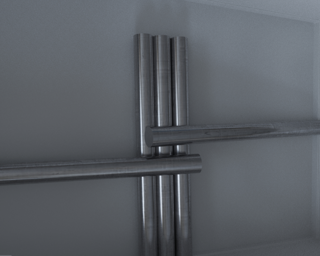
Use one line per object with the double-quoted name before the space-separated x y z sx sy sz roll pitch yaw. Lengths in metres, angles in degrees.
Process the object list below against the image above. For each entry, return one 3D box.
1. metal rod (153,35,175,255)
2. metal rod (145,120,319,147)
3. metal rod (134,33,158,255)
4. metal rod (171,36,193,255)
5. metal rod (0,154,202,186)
"metal rod" 0.004 0.029 0.412 0.025 0.025 0.298 -2 91 -20
"metal rod" 0.122 0.005 0.437 0.303 0.025 0.025 -2 91 -27
"metal rod" -0.019 0.030 0.403 0.025 0.025 0.298 -2 91 -20
"metal rod" 0.029 0.028 0.421 0.025 0.025 0.298 -2 91 -20
"metal rod" -0.097 0.049 0.357 0.302 0.025 0.025 -1 91 -15
